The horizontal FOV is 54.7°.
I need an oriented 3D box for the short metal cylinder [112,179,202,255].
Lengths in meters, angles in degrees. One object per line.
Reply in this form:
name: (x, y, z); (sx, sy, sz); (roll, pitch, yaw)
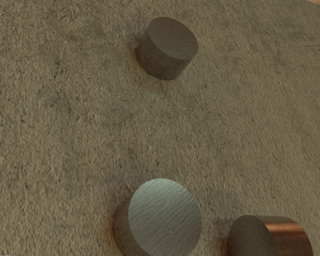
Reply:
short metal cylinder: (-0.004, 0.100, 0.325); (0.081, 0.050, 0.080); (14, 56, -21)

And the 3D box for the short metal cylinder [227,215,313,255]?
short metal cylinder: (0.121, 0.140, 0.348); (0.050, 0.080, 0.080); (9, 58, -24)

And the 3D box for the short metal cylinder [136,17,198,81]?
short metal cylinder: (0.010, -0.119, 0.465); (0.081, 0.050, 0.080); (14, 56, -21)
